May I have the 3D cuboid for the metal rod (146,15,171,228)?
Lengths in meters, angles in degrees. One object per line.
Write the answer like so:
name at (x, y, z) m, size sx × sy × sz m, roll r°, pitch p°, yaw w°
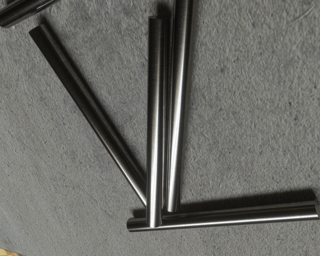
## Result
metal rod at (-0.005, 0.012, 0.403) m, size 0.025 × 0.025 × 0.298 m, roll 13°, pitch 120°, yaw 21°

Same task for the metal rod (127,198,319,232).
metal rod at (0.069, 0.132, 0.451) m, size 0.300 × 0.025 × 0.025 m, roll -17°, pitch 110°, yaw 34°

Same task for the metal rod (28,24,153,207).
metal rod at (-0.089, -0.008, 0.448) m, size 0.025 × 0.025 × 0.299 m, roll -20°, pitch 108°, yaw 36°

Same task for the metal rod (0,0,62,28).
metal rod at (-0.090, -0.171, 0.348) m, size 0.300 × 0.025 × 0.025 m, roll -9°, pitch 114°, yaw 32°

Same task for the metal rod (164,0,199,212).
metal rod at (0.022, -0.008, 0.390) m, size 0.025 × 0.025 × 0.298 m, roll 15°, pitch 125°, yaw 20°
